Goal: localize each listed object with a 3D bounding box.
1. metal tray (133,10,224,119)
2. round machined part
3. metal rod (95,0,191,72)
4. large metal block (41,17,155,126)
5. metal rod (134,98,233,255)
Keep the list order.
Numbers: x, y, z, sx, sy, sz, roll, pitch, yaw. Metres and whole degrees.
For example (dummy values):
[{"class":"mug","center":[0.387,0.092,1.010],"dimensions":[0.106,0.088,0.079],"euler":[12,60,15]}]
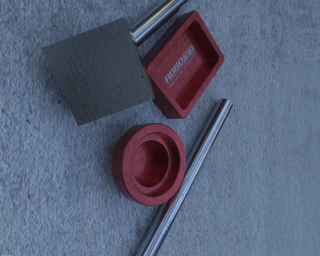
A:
[{"class":"metal tray","center":[0.031,-0.087,0.429],"dimensions":[0.090,0.030,0.130],"euler":[51,60,-28]},{"class":"round machined part","center":[-0.017,0.043,0.381],"dimensions":[0.099,0.042,0.097],"euler":[0,90,-40]},{"class":"metal rod","center":[0.017,-0.168,0.420],"dimensions":[0.301,0.025,0.025],"euler":[-49,120,-29]},{"class":"large metal block","center":[-0.058,-0.058,0.315],"dimensions":[0.080,0.050,0.080],"euler":[-20,107,3]},{"class":"metal rod","center":[0.033,0.078,0.434],"dimensions":[0.025,0.025,0.300],"euler":[47,62,-30]}]
